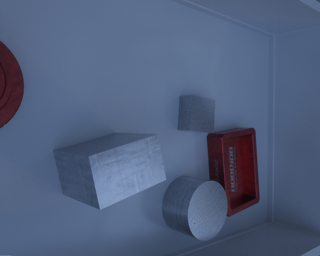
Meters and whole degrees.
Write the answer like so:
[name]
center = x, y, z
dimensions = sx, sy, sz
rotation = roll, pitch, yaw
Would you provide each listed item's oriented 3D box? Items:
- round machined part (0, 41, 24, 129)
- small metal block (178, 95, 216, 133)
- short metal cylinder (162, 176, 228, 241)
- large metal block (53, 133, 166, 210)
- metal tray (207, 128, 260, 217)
[round machined part]
center = -0.165, -0.039, 0.258
dimensions = 0.099, 0.042, 0.097
rotation = 0, 90, -40
[small metal block]
center = 0.054, -0.019, 0.454
dimensions = 0.050, 0.025, 0.050
rotation = 6, 87, -40
[short metal cylinder]
center = 0.050, 0.110, 0.435
dimensions = 0.081, 0.050, 0.079
rotation = 0, 90, -40
[large metal block]
center = -0.054, 0.039, 0.327
dimensions = 0.081, 0.080, 0.050
rotation = -17, 101, -39
[metal tray]
center = 0.123, 0.068, 0.509
dimensions = 0.091, 0.030, 0.129
rotation = -9, 96, -40
